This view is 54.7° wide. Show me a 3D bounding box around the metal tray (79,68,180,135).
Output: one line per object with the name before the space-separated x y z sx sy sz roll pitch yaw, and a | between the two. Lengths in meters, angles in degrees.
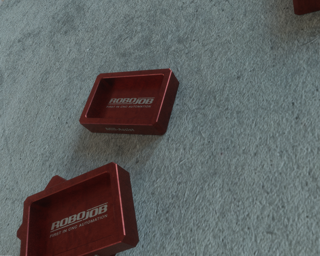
metal tray | -0.045 -0.038 0.447 0.130 0.030 0.090 2 62 29

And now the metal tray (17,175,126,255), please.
metal tray | -0.108 0.123 0.382 0.130 0.030 0.090 19 72 35

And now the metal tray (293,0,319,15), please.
metal tray | 0.223 -0.218 0.417 0.090 0.030 0.130 -7 58 24

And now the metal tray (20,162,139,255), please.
metal tray | -0.093 0.103 0.346 0.130 0.030 0.090 -23 53 14
